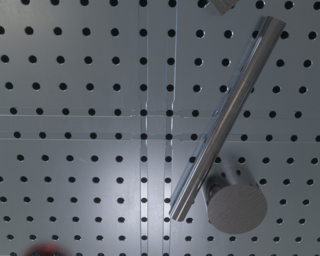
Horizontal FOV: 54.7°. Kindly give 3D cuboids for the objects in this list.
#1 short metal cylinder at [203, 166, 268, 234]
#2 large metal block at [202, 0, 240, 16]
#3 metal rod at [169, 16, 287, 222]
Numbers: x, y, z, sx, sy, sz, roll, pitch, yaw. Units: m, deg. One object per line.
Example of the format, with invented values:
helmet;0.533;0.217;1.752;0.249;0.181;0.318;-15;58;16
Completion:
short metal cylinder;0.104;0.101;0.438;0.081;0.050;0.079;0;110;0
large metal block;0.069;-0.181;0.334;0.080;0.050;0.080;-40;106;13
metal rod;0.081;0.001;0.414;0.025;0.025;0.298;21;109;-8
